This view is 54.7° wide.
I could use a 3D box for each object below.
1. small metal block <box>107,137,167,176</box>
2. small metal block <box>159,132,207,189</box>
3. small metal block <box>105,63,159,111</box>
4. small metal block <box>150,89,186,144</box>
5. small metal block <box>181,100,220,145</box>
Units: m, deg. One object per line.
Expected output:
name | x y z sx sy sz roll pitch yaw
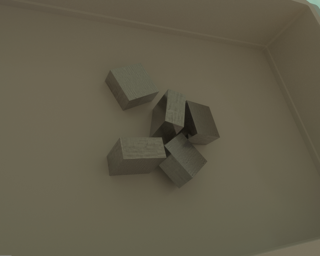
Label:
small metal block | -0.028 0.033 0.354 0.050 0.050 0.025 1 62 -27
small metal block | 0.025 0.039 0.386 0.050 0.025 0.050 49 33 6
small metal block | -0.038 -0.057 0.420 0.050 0.025 0.050 -23 74 -36
small metal block | 0.010 -0.014 0.403 0.025 0.050 0.050 18 55 -17
small metal block | 0.051 -0.006 0.428 0.050 0.025 0.050 10 56 -44
